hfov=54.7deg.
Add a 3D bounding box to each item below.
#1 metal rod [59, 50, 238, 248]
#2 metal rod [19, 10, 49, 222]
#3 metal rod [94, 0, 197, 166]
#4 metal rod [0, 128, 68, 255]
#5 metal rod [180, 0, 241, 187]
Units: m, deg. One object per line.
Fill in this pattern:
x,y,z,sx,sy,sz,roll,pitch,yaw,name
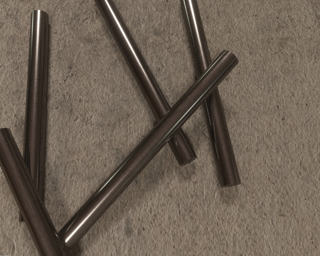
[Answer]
-0.010,0.020,0.378,0.025,0.025,0.300,41,83,13,metal rod
-0.167,-0.030,0.416,0.025,0.025,0.299,-5,70,-2,metal rod
-0.029,-0.084,0.438,0.025,0.025,0.299,-24,72,-9,metal rod
-0.118,0.134,0.338,0.025,0.025,0.299,-27,80,-10,metal rod
0.065,-0.068,0.433,0.025,0.025,0.299,-8,70,-3,metal rod
